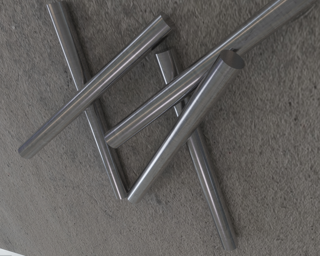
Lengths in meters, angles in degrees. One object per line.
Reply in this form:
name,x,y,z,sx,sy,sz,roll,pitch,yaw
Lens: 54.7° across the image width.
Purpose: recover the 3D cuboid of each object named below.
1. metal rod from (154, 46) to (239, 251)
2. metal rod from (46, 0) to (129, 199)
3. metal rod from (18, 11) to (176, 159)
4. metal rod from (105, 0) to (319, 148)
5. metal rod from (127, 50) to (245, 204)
metal rod,0.054,0.042,0.404,0.025,0.025,0.299,-7,115,31
metal rod,-0.094,-0.023,0.442,0.025,0.025,0.298,0,119,28
metal rod,-0.098,-0.039,0.403,0.299,0.025,0.025,-35,99,29
metal rod,0.045,-0.060,0.321,0.299,0.025,0.025,-35,99,30
metal rod,0.012,0.024,0.387,0.025,0.025,0.298,36,138,4
